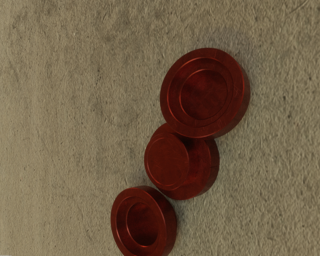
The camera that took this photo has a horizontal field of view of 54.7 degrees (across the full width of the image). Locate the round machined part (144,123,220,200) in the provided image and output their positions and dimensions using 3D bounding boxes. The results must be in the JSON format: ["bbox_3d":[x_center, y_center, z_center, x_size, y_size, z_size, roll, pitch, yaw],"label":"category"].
[{"bbox_3d":[0.019,0.039,0.378,0.098,0.042,0.097,0,90,40],"label":"round machined part"}]

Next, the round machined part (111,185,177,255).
[{"bbox_3d":[-0.017,0.124,0.408,0.098,0.042,0.097,0,90,40],"label":"round machined part"}]

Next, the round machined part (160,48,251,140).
[{"bbox_3d":[0.052,-0.035,0.343,0.098,0.042,0.098,-7,77,32],"label":"round machined part"}]
